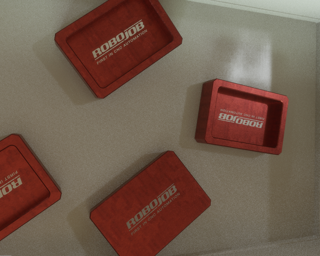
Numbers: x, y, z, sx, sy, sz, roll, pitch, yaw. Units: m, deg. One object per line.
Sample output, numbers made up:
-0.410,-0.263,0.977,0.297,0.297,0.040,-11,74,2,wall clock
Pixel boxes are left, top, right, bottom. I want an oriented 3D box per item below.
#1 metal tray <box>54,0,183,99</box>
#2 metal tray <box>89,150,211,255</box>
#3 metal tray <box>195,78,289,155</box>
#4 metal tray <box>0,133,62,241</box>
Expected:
-0.049,-0.107,0.382,0.130,0.030,0.090,-37,102,-11,metal tray
-0.011,0.101,0.395,0.131,0.030,0.090,-37,91,-16,metal tray
0.121,-0.014,0.452,0.131,0.030,0.090,10,87,-20,metal tray
-0.188,0.076,0.338,0.131,0.030,0.090,-35,102,-17,metal tray
